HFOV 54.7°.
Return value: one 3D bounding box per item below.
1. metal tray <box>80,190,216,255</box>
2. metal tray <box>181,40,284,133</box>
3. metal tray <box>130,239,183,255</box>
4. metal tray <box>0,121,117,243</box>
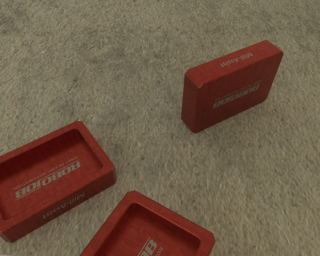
[{"bbox_3d":[-0.023,0.126,0.254,0.090,0.030,0.130,25,54,19],"label":"metal tray"},{"bbox_3d":[0.092,-0.054,0.407,0.131,0.089,0.030,-24,54,-19],"label":"metal tray"},{"bbox_3d":[0.021,0.164,0.263,0.130,0.030,0.090,20,52,15],"label":"metal tray"},{"bbox_3d":[-0.128,0.054,0.352,0.131,0.030,0.090,-28,56,-22],"label":"metal tray"}]
